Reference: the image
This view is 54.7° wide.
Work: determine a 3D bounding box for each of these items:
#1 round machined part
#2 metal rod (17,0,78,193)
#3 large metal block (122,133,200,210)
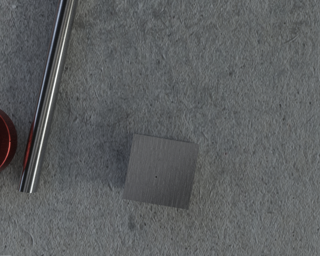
[{"bbox_3d":[-0.232,0.016,0.398,0.099,0.042,0.097,0,90,-1],"label":"round machined part"},{"bbox_3d":[-0.143,-0.064,0.408,0.025,0.025,0.298,12,90,-1],"label":"metal rod"},{"bbox_3d":[0.001,0.053,0.398,0.080,0.050,0.080,10,90,-1],"label":"large metal block"}]
